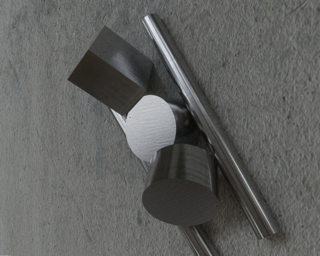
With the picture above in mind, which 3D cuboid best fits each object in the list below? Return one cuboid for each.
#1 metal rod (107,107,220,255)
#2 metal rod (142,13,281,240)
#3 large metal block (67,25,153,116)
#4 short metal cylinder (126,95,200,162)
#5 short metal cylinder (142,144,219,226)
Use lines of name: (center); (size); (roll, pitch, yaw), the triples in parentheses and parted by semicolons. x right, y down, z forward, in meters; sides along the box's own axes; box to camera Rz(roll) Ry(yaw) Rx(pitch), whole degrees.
metal rod: (-0.016, 0.041, 0.419); (0.025, 0.025, 0.299); (-48, 62, 29)
metal rod: (0.049, -0.018, 0.365); (0.025, 0.025, 0.299); (-39, 66, 33)
large metal block: (-0.060, -0.075, 0.400); (0.050, 0.080, 0.080); (-44, 22, 31)
short metal cylinder: (0.003, 0.001, 0.387); (0.080, 0.050, 0.080); (0, 90, 40)
short metal cylinder: (0.024, 0.064, 0.343); (0.080, 0.080, 0.050); (-38, 24, 33)
